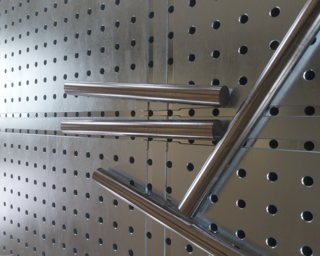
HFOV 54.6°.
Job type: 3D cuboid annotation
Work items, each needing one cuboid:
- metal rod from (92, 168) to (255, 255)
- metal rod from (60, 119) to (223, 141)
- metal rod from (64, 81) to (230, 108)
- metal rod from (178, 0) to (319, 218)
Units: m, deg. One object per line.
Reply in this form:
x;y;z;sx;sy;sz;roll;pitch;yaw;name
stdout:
0.014;0.117;0.399;0.300;0.025;0.025;21;103;38;metal rod
-0.049;0.000;0.451;0.300;0.025;0.025;1;91;40;metal rod
-0.042;-0.053;0.445;0.300;0.025;0.025;9;96;39;metal rod
0.099;-0.021;0.328;0.025;0.025;0.298;42;115;32;metal rod
